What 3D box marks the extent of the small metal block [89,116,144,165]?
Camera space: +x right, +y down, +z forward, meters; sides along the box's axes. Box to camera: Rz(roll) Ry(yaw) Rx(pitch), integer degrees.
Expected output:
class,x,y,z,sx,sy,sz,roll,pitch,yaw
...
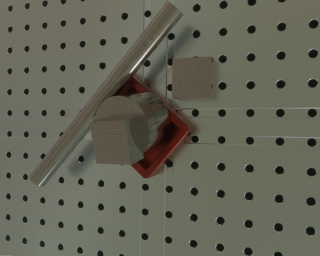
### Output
class,x,y,z,sx,sy,sz,roll,pitch,yaw
small metal block,-0.050,0.014,0.356,0.050,0.025,0.050,-2,101,31

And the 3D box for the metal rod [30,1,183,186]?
class,x,y,z,sx,sy,sz,roll,pitch,yaw
metal rod,-0.078,-0.036,0.407,0.025,0.025,0.299,45,104,14

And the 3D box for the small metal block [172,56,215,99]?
class,x,y,z,sx,sy,sz,roll,pitch,yaw
small metal block,0.043,-0.063,0.397,0.050,0.025,0.050,1,91,20

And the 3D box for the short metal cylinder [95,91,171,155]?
class,x,y,z,sx,sy,sz,roll,pitch,yaw
short metal cylinder,-0.034,-0.004,0.387,0.080,0.050,0.079,8,106,28

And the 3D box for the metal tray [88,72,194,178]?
class,x,y,z,sx,sy,sz,roll,pitch,yaw
metal tray,-0.031,-0.008,0.420,0.130,0.030,0.090,43,103,15
